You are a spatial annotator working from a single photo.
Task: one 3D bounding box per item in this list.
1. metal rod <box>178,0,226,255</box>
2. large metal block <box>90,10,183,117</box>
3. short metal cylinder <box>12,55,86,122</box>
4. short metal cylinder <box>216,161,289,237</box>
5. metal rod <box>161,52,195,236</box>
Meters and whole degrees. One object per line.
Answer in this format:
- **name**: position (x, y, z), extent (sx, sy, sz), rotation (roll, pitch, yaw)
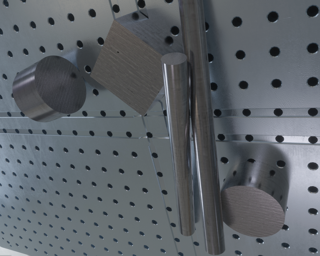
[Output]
- **metal rod**: position (0.050, 0.007, 0.349), extent (0.025, 0.025, 0.298), rotation (0, 106, 28)
- **large metal block**: position (-0.023, -0.074, 0.361), extent (0.080, 0.050, 0.080), rotation (38, 129, 3)
- **short metal cylinder**: position (-0.149, -0.052, 0.422), extent (0.050, 0.080, 0.080), rotation (-15, 111, 34)
- **short metal cylinder**: position (0.116, 0.089, 0.389), extent (0.080, 0.050, 0.079), rotation (13, 124, 21)
- **metal rod**: position (0.028, 0.046, 0.392), extent (0.025, 0.025, 0.298), rotation (12, 134, 21)
